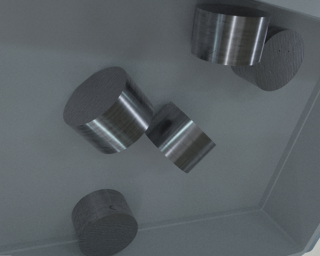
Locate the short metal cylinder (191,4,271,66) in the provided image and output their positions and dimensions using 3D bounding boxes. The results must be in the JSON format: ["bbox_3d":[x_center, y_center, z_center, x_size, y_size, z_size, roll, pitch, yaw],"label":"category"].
[{"bbox_3d":[0.078,-0.107,0.349,0.081,0.080,0.050,-9,123,-24],"label":"short metal cylinder"}]

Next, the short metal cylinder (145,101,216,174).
[{"bbox_3d":[0.025,0.012,0.394,0.050,0.080,0.080,-46,129,3],"label":"short metal cylinder"}]

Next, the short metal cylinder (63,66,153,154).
[{"bbox_3d":[-0.055,-0.019,0.331,0.080,0.080,0.050,-41,129,-1],"label":"short metal cylinder"}]

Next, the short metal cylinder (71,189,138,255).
[{"bbox_3d":[-0.078,0.133,0.432,0.081,0.050,0.079,-14,124,-21],"label":"short metal cylinder"}]

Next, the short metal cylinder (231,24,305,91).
[{"bbox_3d":[0.141,-0.095,0.410,0.081,0.050,0.079,-14,124,-21],"label":"short metal cylinder"}]
